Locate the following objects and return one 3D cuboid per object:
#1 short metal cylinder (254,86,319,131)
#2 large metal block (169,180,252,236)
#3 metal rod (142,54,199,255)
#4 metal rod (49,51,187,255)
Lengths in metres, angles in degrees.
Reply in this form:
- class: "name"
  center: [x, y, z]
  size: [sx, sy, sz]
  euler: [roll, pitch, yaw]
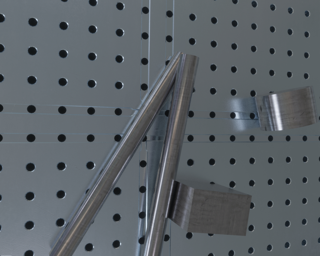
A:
- class: "short metal cylinder"
  center: [0.183, -0.029, 0.451]
  size: [0.081, 0.080, 0.050]
  euler: [-13, 95, -20]
- class: "large metal block"
  center: [0.059, 0.101, 0.405]
  size: [0.081, 0.080, 0.050]
  euler: [11, 87, -20]
- class: "metal rod"
  center: [0.010, 0.054, 0.402]
  size: [0.025, 0.025, 0.298]
  euler: [10, 92, -20]
- class: "metal rod"
  center: [-0.045, 0.029, 0.396]
  size: [0.025, 0.025, 0.300]
  euler: [34, 79, -17]
